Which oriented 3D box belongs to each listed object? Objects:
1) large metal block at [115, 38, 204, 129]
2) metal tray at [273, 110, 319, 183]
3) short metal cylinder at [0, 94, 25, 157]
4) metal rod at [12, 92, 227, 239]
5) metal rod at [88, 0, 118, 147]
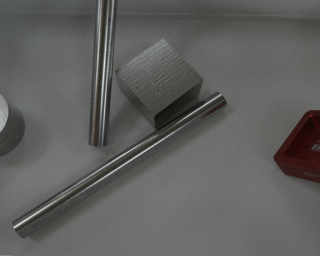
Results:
[{"bbox_3d":[-0.001,-0.059,0.418,0.080,0.050,0.080,-38,75,-13],"label":"large metal block"},{"bbox_3d":[0.208,0.022,0.351,0.090,0.130,0.030,-48,112,-16],"label":"metal tray"},{"bbox_3d":[-0.224,-0.005,0.396,0.081,0.050,0.080,0,70,0],"label":"short metal cylinder"},{"bbox_3d":[-0.041,0.040,0.394,0.301,0.025,0.025,-32,74,-12],"label":"metal rod"},{"bbox_3d":[-0.067,-0.125,0.377,0.025,0.025,0.298,6,100,2],"label":"metal rod"}]
